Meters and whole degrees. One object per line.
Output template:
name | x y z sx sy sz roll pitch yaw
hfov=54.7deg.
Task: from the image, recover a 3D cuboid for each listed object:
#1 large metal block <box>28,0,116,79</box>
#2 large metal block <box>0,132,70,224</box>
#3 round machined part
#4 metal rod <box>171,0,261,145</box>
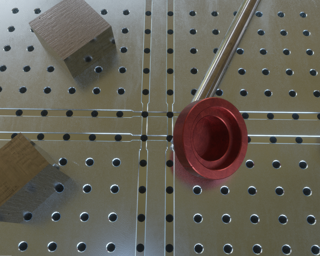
large metal block | -0.123 -0.133 0.446 0.080 0.050 0.080 -41 75 -14
large metal block | -0.162 0.061 0.359 0.050 0.080 0.080 43 75 14
round machined part | 0.058 0.013 0.383 0.099 0.042 0.097 2 86 -29
metal rod | 0.092 -0.103 0.449 0.025 0.025 0.300 25 72 9
